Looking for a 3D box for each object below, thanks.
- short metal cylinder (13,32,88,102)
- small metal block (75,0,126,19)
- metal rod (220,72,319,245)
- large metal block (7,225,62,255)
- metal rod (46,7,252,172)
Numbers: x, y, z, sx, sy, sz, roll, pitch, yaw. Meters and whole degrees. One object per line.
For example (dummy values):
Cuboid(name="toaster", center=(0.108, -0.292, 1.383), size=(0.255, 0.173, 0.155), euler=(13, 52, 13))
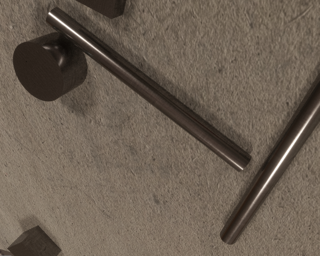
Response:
Cuboid(name="short metal cylinder", center=(-0.146, -0.082, 0.415), size=(0.080, 0.050, 0.079), euler=(13, 124, 20))
Cuboid(name="small metal block", center=(-0.062, -0.157, 0.341), size=(0.050, 0.025, 0.050), euler=(30, 128, 8))
Cuboid(name="metal rod", center=(0.134, 0.044, 0.362), size=(0.025, 0.025, 0.298), euler=(26, 127, 12))
Cuboid(name="large metal block", center=(-0.289, 0.279, 0.712), size=(0.080, 0.050, 0.080), euler=(-31, 102, 37))
Cuboid(name="metal rod", center=(-0.015, -0.048, 0.383), size=(0.300, 0.025, 0.025), euler=(38, 129, 2))
